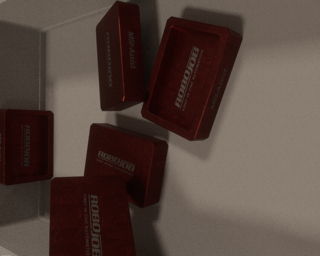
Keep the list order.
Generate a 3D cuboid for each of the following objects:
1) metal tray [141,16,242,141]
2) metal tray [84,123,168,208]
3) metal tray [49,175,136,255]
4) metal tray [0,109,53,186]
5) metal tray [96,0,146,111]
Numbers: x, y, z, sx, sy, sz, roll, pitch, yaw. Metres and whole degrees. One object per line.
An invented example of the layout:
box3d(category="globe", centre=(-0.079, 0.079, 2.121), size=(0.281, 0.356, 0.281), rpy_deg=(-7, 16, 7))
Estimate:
box3d(category="metal tray", centre=(0.033, -0.060, 0.374), size=(0.090, 0.030, 0.129), rpy_deg=(27, 107, 36))
box3d(category="metal tray", centre=(-0.054, 0.049, 0.446), size=(0.130, 0.030, 0.089), rpy_deg=(15, 100, 38))
box3d(category="metal tray", centre=(-0.080, 0.119, 0.360), size=(0.030, 0.091, 0.130), rpy_deg=(112, 152, -46))
box3d(category="metal tray", centre=(-0.242, 0.032, 0.560), size=(0.030, 0.091, 0.129), rpy_deg=(1, 91, 40))
box3d(category="metal tray", centre=(-0.057, -0.093, 0.427), size=(0.090, 0.030, 0.129), rpy_deg=(-13, 81, 60))
